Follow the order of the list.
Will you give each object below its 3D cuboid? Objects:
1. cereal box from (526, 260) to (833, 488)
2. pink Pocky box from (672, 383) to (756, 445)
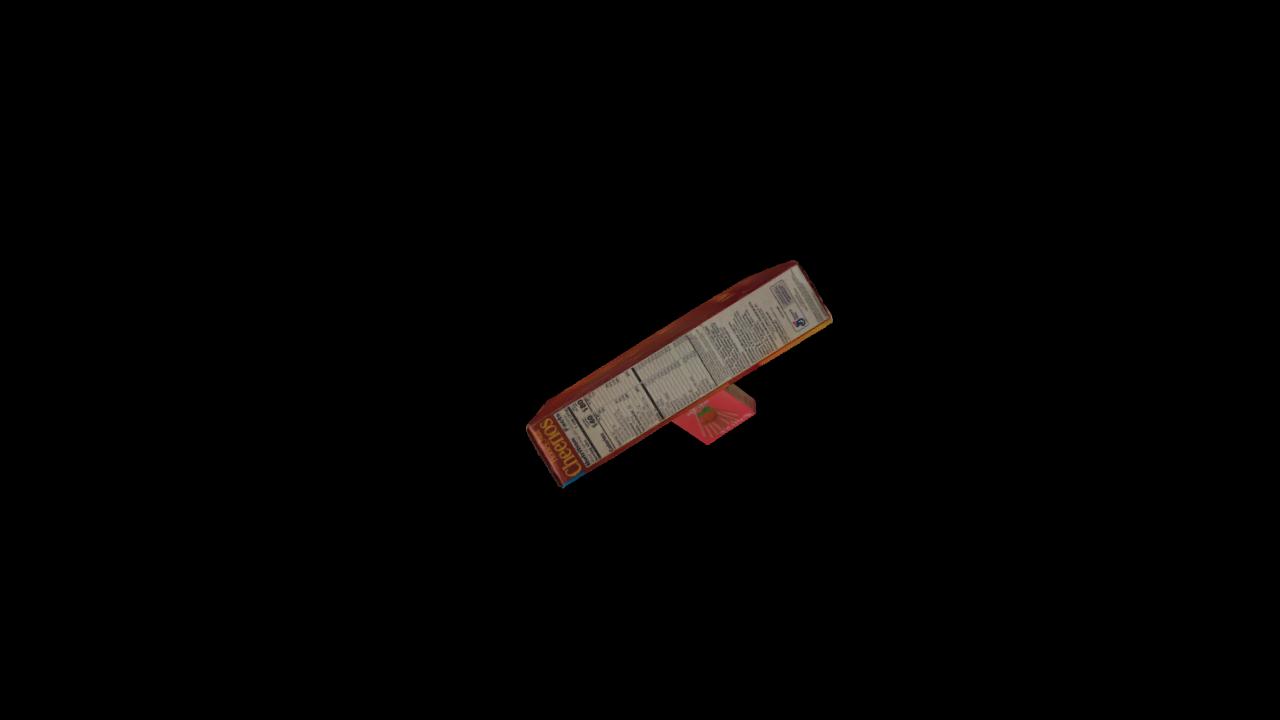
[{"bbox_3d":[0.032,0.009,0.670,0.306,0.081,0.203,-32,4,-1],"label":"cereal box"},{"bbox_3d":[0.055,0.037,0.728,0.155,0.029,0.084,36,-55,-22],"label":"pink Pocky box"}]
